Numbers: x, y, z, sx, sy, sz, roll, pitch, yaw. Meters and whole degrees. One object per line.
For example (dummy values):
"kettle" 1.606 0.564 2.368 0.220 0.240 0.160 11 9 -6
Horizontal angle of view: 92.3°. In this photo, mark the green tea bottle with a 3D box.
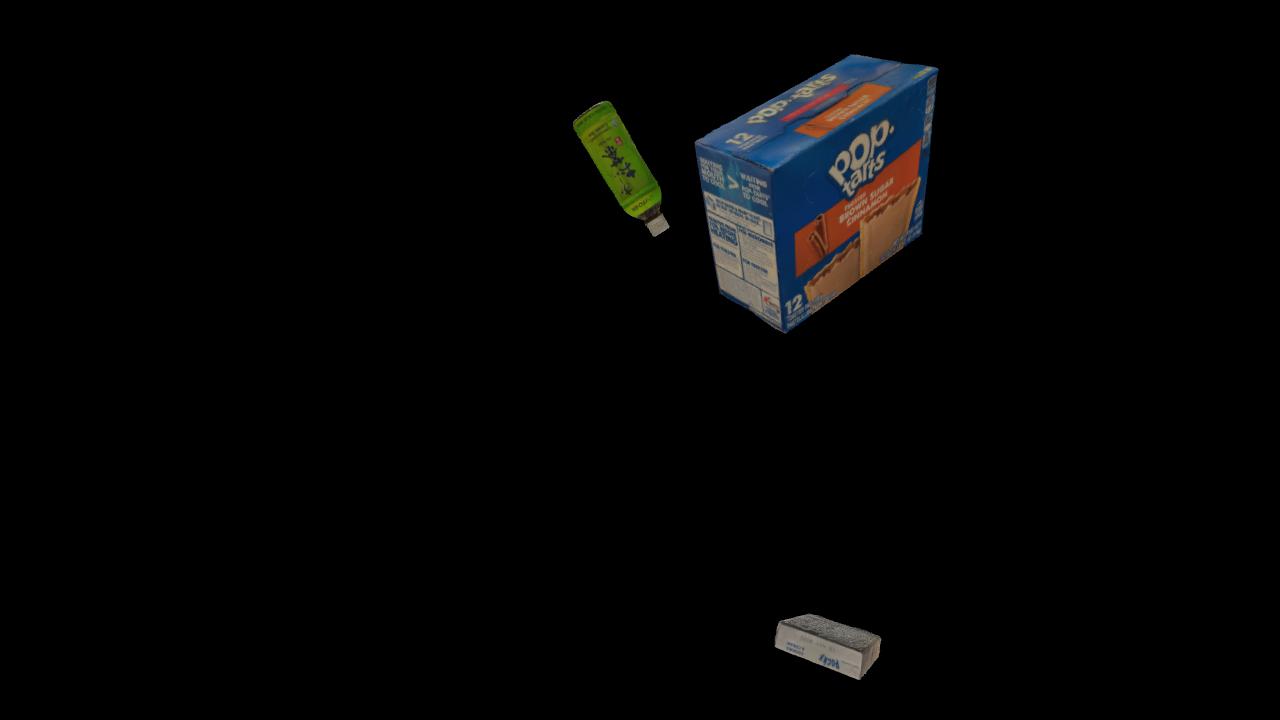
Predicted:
"green tea bottle" -0.021 -0.290 0.956 0.073 0.212 0.073 -31 13 8

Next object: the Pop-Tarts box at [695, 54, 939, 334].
"Pop-Tarts box" 0.139 -0.130 0.477 0.167 0.141 0.083 -34 44 -19

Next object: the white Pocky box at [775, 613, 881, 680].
"white Pocky box" 0.199 0.294 0.642 0.084 0.028 0.154 9 -13 29
